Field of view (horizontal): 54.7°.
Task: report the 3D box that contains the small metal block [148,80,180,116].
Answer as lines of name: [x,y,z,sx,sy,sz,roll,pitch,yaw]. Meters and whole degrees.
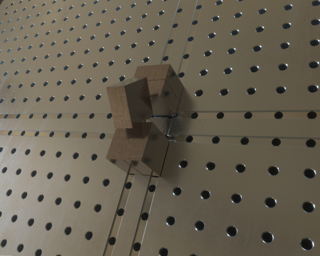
small metal block: [-0.008,-0.039,0.419,0.050,0.050,0.025,2,63,29]

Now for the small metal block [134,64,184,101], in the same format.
small metal block: [-0.002,-0.062,0.429,0.050,0.050,0.025,2,63,29]

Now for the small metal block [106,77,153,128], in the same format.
small metal block: [-0.035,-0.031,0.375,0.025,0.050,0.050,0,19,29]

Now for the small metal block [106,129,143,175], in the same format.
small metal block: [-0.037,0.026,0.394,0.025,0.050,0.050,1,63,29]

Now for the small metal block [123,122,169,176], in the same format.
small metal block: [-0.016,0.026,0.381,0.025,0.050,0.050,1,63,29]
